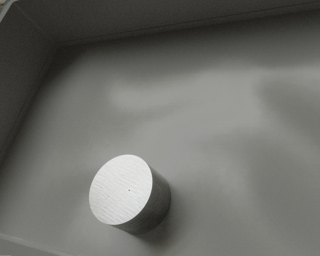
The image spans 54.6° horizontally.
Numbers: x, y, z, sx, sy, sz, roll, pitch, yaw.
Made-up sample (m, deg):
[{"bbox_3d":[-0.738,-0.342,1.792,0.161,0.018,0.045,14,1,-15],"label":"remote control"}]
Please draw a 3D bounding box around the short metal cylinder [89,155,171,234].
[{"bbox_3d":[-0.034,0.078,0.361,0.080,0.050,0.080,-13,56,21],"label":"short metal cylinder"}]
